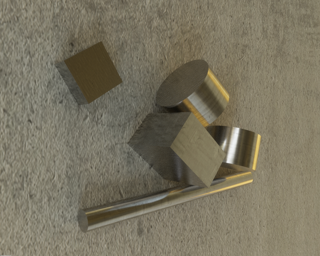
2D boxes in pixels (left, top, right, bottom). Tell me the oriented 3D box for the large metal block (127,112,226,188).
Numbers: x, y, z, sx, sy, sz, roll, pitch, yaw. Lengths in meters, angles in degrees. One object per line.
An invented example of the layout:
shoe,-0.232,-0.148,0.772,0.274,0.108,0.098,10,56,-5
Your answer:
large metal block,0.021,0.026,0.386,0.080,0.080,0.050,48,62,-30

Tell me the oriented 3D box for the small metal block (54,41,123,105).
small metal block,-0.077,-0.060,0.340,0.050,0.025,0.050,-40,115,-33

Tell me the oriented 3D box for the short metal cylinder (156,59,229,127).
short metal cylinder,0.042,-0.043,0.404,0.050,0.080,0.080,45,63,-31

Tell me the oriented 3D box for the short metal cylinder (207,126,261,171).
short metal cylinder,0.104,0.031,0.456,0.080,0.080,0.050,21,77,-38

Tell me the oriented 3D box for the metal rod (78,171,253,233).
metal rod,0.032,0.092,0.431,0.302,0.025,0.025,-4,93,-40
